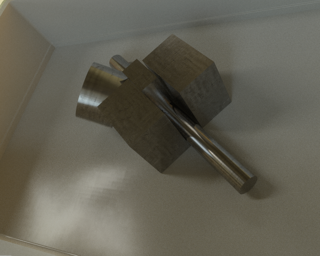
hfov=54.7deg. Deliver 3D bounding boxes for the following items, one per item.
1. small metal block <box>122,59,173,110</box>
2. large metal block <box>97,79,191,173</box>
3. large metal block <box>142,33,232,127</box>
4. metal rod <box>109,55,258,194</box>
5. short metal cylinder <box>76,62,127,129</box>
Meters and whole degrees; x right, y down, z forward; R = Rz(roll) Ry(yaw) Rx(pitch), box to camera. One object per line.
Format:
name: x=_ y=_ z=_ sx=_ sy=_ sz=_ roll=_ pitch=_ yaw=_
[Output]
small metal block: x=-0.015 y=-0.054 z=0.398 sx=0.025 sy=0.050 sz=0.050 roll=-42 pitch=51 yaw=0
large metal block: x=-0.019 y=-0.001 z=0.379 sx=0.050 sy=0.080 sz=0.080 roll=-43 pitch=51 yaw=-1
large metal block: x=0.035 y=-0.058 z=0.386 sx=0.050 sy=0.080 sz=0.080 roll=-42 pitch=51 yaw=-1
metal rod: x=0.010 y=-0.025 z=0.414 sx=0.025 sy=0.025 sz=0.300 roll=-43 pitch=51 yaw=-2
short metal cylinder: x=-0.078 y=-0.045 z=0.427 sx=0.050 sy=0.080 sz=0.080 roll=18 pitch=66 yaw=-7
